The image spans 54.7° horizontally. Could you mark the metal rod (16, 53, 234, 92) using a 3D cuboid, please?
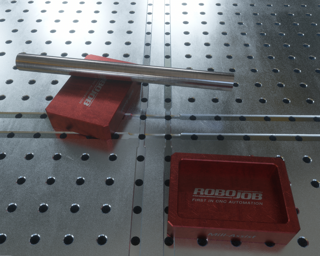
[{"bbox_3d":[-0.051,-0.079,0.433,0.302,0.025,0.025,6,50,4],"label":"metal rod"}]

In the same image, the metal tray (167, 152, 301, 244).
[{"bbox_3d":[0.075,0.075,0.342,0.131,0.030,0.090,3,50,2],"label":"metal tray"}]

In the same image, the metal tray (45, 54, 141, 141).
[{"bbox_3d":[-0.089,-0.049,0.444,0.090,0.030,0.130,14,51,11],"label":"metal tray"}]
